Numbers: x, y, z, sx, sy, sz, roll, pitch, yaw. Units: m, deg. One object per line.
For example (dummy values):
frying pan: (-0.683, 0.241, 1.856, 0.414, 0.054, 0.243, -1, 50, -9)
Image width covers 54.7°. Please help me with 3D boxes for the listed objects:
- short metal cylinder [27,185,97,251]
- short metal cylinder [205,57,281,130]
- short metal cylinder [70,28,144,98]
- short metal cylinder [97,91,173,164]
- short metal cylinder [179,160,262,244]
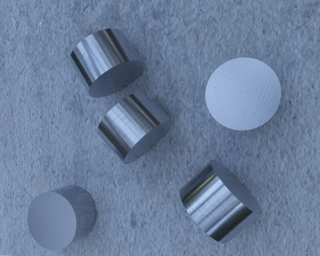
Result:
short metal cylinder: (-0.139, 0.126, 0.443, 0.080, 0.050, 0.079, 0, 90, 19)
short metal cylinder: (0.098, -0.037, 0.361, 0.080, 0.050, 0.079, 0, 90, 19)
short metal cylinder: (-0.068, -0.083, 0.403, 0.080, 0.080, 0.050, -34, 79, 16)
short metal cylinder: (-0.031, 0.000, 0.390, 0.080, 0.080, 0.050, -46, 76, 14)
short metal cylinder: (0.069, 0.083, 0.355, 0.050, 0.080, 0.080, -46, 76, 14)
